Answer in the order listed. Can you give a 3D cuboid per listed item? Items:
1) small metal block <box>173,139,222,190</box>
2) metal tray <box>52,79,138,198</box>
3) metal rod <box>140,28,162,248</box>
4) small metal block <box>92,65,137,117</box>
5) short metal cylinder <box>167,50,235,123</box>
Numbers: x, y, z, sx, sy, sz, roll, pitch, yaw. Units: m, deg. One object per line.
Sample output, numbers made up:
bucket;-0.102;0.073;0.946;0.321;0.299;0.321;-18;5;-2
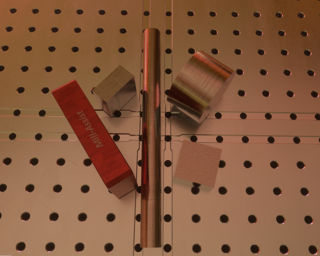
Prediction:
small metal block;0.048;0.047;0.396;0.050;0.025;0.050;14;71;5
metal tray;-0.075;0.016;0.370;0.030;0.090;0.130;-31;73;-11
metal rod;-0.011;-0.001;0.411;0.025;0.025;0.299;0;70;-1
small metal block;-0.059;-0.048;0.414;0.025;0.050;0.050;40;75;13
short metal cylinder;0.053;-0.053;0.402;0.050;0.080;0.080;36;74;12
